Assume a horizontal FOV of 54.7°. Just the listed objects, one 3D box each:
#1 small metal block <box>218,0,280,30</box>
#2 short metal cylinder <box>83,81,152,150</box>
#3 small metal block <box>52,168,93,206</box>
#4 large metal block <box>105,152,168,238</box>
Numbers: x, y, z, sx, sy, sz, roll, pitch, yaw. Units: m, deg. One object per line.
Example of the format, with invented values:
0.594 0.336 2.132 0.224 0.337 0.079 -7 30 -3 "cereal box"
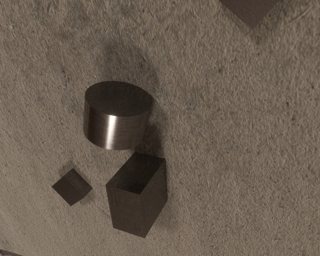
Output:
0.085 -0.128 0.282 0.050 0.025 0.050 41 129 0 "small metal block"
-0.054 -0.017 0.387 0.080 0.080 0.050 23 127 13 "short metal cylinder"
-0.157 0.106 0.553 0.050 0.025 0.050 49 128 -7 "small metal block"
-0.029 0.093 0.443 0.050 0.080 0.079 10 123 22 "large metal block"
